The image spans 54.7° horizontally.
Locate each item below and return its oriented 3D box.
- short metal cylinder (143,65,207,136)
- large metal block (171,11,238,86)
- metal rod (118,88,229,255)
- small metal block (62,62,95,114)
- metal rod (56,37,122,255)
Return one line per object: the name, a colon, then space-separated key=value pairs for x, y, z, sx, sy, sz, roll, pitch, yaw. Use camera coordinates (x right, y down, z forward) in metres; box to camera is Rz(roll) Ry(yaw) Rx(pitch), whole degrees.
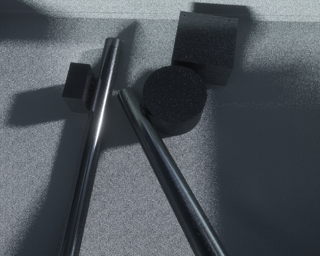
short metal cylinder: x=0.019 y=-0.035 z=0.410 sx=0.081 sy=0.050 sz=0.080 roll=0 pitch=70 yaw=-1
large metal block: x=0.061 y=-0.111 z=0.438 sx=0.080 sy=0.050 sz=0.080 roll=9 pitch=70 yaw=3
metal rod: x=0.008 y=0.048 z=0.323 sx=0.025 sy=0.025 sz=0.300 roll=-23 pitch=45 yaw=-8
small metal block: x=-0.106 y=-0.052 z=0.414 sx=0.025 sy=0.050 sz=0.050 roll=6 pitch=70 yaw=2
metal rod: x=-0.087 y=0.013 z=0.403 sx=0.025 sy=0.025 sz=0.299 roll=7 pitch=70 yaw=2
